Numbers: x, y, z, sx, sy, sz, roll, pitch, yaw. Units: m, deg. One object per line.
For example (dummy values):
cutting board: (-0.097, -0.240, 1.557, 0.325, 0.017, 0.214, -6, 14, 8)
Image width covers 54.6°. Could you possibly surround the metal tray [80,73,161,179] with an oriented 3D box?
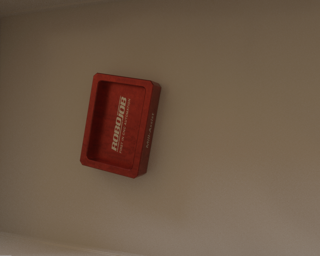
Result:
metal tray: (-0.055, -0.005, 0.427, 0.090, 0.030, 0.129, 11, 94, 19)
